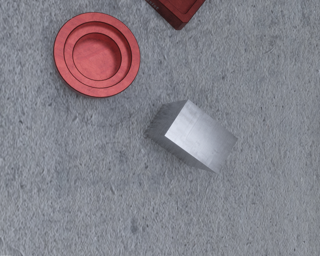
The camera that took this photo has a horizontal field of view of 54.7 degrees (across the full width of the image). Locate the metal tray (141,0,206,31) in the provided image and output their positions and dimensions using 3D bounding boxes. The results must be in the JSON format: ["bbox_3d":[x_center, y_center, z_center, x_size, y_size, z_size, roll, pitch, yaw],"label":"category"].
[{"bbox_3d":[0.005,-0.209,0.420,0.130,0.030,0.090,39,75,-11],"label":"metal tray"}]

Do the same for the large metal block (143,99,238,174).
[{"bbox_3d":[0.036,0.010,0.393,0.080,0.080,0.050,36,78,-17],"label":"large metal block"}]

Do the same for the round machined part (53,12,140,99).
[{"bbox_3d":[-0.077,-0.083,0.372,0.099,0.042,0.097,0,90,-20],"label":"round machined part"}]
